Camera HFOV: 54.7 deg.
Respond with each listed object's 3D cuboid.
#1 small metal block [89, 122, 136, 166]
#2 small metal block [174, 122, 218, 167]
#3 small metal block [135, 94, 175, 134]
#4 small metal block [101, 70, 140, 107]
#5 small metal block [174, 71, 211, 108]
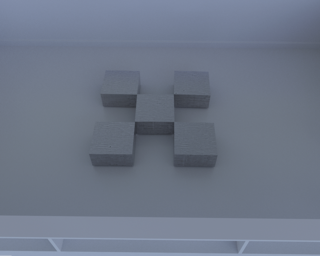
[{"bbox_3d":[-0.057,0.019,0.386,0.050,0.025,0.050,1,50,0],"label":"small metal block"},{"bbox_3d":[0.043,0.020,0.385,0.050,0.025,0.050,1,50,1],"label":"small metal block"},{"bbox_3d":[-0.006,-0.019,0.418,0.050,0.025,0.050,0,50,0],"label":"small metal block"},{"bbox_3d":[-0.056,-0.058,0.450,0.050,0.025,0.050,1,50,1],"label":"small metal block"},{"bbox_3d":[0.045,-0.057,0.450,0.050,0.025,0.050,2,50,1],"label":"small metal block"}]
